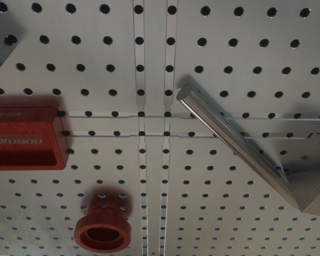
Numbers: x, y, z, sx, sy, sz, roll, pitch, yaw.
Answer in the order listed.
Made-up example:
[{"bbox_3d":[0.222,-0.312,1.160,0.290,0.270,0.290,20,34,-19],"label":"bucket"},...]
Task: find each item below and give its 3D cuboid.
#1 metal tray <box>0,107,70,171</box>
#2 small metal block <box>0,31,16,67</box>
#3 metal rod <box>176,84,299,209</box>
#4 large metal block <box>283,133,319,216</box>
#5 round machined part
[{"bbox_3d":[-0.199,0.017,0.419,0.131,0.030,0.089,-1,130,0],"label":"metal tray"},{"bbox_3d":[-0.185,-0.086,0.319,0.025,0.050,0.050,-24,127,18],"label":"small metal block"},{"bbox_3d":[0.131,0.040,0.448,0.025,0.025,0.301,-35,122,26],"label":"metal rod"},{"bbox_3d":[0.230,0.067,0.436,0.050,0.080,0.079,13,129,-12],"label":"large metal block"},{"bbox_3d":[-0.100,0.179,0.552,0.099,0.042,0.097,-1,130,0],"label":"round machined part"}]
